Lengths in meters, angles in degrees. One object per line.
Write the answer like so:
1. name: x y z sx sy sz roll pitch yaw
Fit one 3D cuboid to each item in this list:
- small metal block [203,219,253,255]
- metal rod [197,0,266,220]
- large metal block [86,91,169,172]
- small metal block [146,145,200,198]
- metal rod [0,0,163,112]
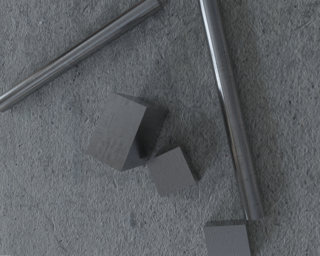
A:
1. small metal block: 0.084 0.141 0.379 0.050 0.025 0.050 -10 87 19
2. metal rod: 0.084 -0.040 0.379 0.025 0.025 0.298 -13 86 19
3. large metal block: -0.038 0.003 0.392 0.050 0.080 0.080 25 98 18
4. small metal block: 0.017 0.056 0.402 0.050 0.025 0.050 -26 82 17
5. metal rod: -0.130 -0.102 0.453 0.300 0.025 0.025 -27 81 17
